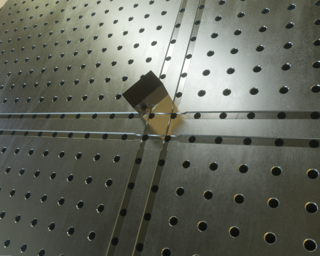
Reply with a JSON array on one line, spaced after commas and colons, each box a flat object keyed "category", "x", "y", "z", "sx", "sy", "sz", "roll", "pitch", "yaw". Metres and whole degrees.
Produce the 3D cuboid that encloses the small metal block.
[{"category": "small metal block", "x": -0.019, "y": -0.046, "z": 0.428, "sx": 0.050, "sy": 0.050, "sz": 0.025, "roll": -40, "pitch": 75, "yaw": 1}]
